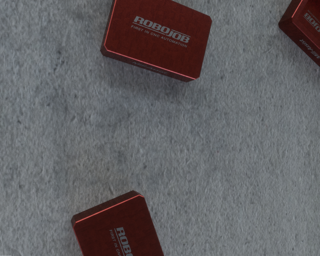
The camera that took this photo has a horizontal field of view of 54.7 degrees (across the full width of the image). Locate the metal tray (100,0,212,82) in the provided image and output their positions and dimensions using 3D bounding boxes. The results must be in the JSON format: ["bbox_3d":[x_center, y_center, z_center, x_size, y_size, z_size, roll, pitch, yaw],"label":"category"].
[{"bbox_3d":[-0.003,-0.122,0.406,0.131,0.030,0.090,15,85,-20],"label":"metal tray"}]

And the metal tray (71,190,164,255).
[{"bbox_3d":[-0.047,0.156,0.390,0.091,0.030,0.129,-20,97,-19],"label":"metal tray"}]

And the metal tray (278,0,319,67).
[{"bbox_3d":[0.265,-0.164,0.506,0.130,0.030,0.090,35,78,-17],"label":"metal tray"}]
